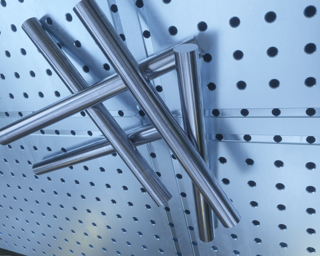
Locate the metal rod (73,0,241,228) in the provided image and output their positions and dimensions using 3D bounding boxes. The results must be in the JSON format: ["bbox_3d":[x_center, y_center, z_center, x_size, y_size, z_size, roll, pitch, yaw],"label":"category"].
[{"bbox_3d":[0.005,-0.007,0.348,0.025,0.025,0.299,-26,105,37],"label":"metal rod"}]

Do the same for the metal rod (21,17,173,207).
[{"bbox_3d":[-0.083,-0.021,0.416,0.025,0.025,0.299,-37,91,38],"label":"metal rod"}]

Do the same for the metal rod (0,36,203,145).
[{"bbox_3d":[-0.090,-0.038,0.386,0.300,0.025,0.025,-21,108,20],"label":"metal rod"}]

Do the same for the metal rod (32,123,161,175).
[{"bbox_3d":[-0.107,0.037,0.488,0.300,0.025,0.025,-18,109,34],"label":"metal rod"}]

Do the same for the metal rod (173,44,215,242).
[{"bbox_3d":[0.049,0.042,0.393,0.025,0.025,0.298,7,127,24],"label":"metal rod"}]
